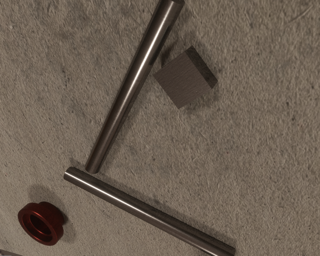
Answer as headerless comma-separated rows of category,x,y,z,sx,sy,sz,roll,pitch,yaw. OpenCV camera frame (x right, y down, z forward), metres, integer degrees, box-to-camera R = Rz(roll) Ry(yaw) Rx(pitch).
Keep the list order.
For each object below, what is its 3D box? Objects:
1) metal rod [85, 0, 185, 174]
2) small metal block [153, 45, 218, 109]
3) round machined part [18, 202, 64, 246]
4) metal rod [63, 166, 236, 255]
metal rod,-0.048,-0.034,0.408,0.025,0.025,0.298,35,129,4
small metal block,0.029,-0.057,0.355,0.050,0.025,0.050,-30,102,37
round machined part,-0.237,0.190,0.636,0.098,0.042,0.097,13,124,20
metal rod,-0.024,0.137,0.502,0.301,0.025,0.025,24,127,13
